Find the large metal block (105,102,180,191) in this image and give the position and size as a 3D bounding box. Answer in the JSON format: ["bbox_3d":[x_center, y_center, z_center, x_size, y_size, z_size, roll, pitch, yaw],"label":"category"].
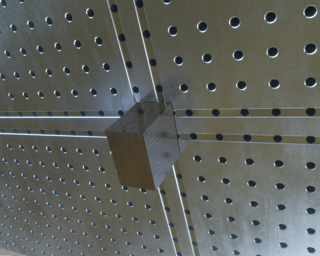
[{"bbox_3d":[-0.018,0.020,0.395,0.050,0.080,0.079,3,120,26],"label":"large metal block"}]
